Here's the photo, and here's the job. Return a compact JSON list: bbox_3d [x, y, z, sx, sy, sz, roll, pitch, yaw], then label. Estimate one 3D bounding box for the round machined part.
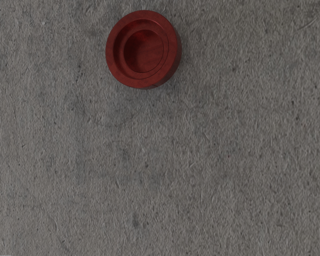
[{"bbox_3d":[-0.018,-0.099,0.407,0.098,0.042,0.097,0,90,20],"label":"round machined part"}]
